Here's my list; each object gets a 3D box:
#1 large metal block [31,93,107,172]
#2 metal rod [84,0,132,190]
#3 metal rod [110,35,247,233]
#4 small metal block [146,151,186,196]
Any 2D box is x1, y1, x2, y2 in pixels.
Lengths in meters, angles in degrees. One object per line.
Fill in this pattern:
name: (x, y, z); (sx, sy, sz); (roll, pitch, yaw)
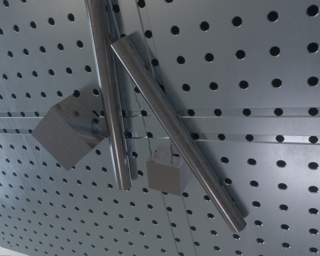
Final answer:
large metal block: (-0.135, 0.007, 0.471); (0.080, 0.050, 0.080); (48, 129, -6)
metal rod: (-0.067, -0.037, 0.423); (0.025, 0.025, 0.298); (10, 123, 23)
metal rod: (0.031, 0.017, 0.405); (0.025, 0.025, 0.299); (-24, 106, 36)
small metal block: (0.010, 0.066, 0.447); (0.050, 0.025, 0.050); (10, 123, 22)
